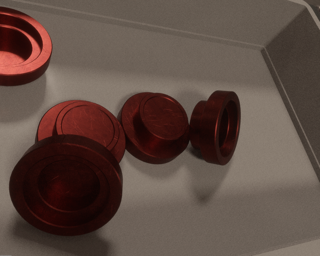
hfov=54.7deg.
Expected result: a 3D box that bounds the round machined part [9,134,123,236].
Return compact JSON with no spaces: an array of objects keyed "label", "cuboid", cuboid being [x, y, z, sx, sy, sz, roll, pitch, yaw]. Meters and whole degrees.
[{"label":"round machined part","cuboid":[-0.085,0.050,0.296,0.099,0.097,0.042,25,17,-14]}]

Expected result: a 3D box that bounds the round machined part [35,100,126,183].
[{"label":"round machined part","cuboid":[-0.084,0.009,0.345,0.099,0.042,0.098,14,56,-21]}]

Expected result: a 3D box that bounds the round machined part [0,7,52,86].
[{"label":"round machined part","cuboid":[-0.178,-0.087,0.353,0.099,0.042,0.098,14,56,-21]}]

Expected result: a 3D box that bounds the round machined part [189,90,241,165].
[{"label":"round machined part","cuboid":[0.072,-0.002,0.414,0.042,0.097,0.098,8,43,30]}]

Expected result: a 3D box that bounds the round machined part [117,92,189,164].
[{"label":"round machined part","cuboid":[-0.003,-0.006,0.398,0.099,0.042,0.098,14,56,-21]}]
